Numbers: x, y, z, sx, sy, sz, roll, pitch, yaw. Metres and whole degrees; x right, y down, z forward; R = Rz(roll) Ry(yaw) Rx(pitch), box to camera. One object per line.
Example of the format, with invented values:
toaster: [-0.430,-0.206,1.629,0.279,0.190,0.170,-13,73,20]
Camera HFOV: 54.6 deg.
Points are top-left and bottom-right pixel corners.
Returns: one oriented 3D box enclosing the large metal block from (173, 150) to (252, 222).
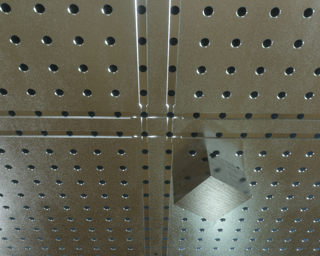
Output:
large metal block: [0.077,0.091,0.473,0.080,0.050,0.080,30,124,-23]
